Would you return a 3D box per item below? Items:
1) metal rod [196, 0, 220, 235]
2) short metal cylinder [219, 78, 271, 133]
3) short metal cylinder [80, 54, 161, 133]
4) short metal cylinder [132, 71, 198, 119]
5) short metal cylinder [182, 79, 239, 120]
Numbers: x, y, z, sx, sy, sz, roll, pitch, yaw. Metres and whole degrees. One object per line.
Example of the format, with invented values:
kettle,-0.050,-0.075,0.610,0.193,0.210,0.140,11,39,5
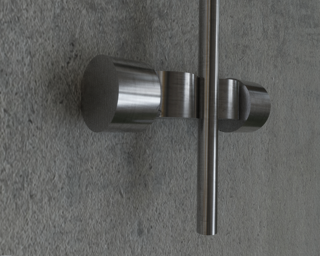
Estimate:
metal rod,0.058,-0.024,0.374,0.025,0.025,0.298,1,89,-40
short metal cylinder,0.118,-0.033,0.469,0.050,0.080,0.080,1,90,-40
short metal cylinder,-0.044,-0.035,0.333,0.050,0.080,0.080,1,90,-40
short metal cylinder,0.005,-0.037,0.375,0.081,0.080,0.050,1,90,-40
short metal cylinder,0.067,-0.037,0.426,0.081,0.080,0.050,1,90,-40
